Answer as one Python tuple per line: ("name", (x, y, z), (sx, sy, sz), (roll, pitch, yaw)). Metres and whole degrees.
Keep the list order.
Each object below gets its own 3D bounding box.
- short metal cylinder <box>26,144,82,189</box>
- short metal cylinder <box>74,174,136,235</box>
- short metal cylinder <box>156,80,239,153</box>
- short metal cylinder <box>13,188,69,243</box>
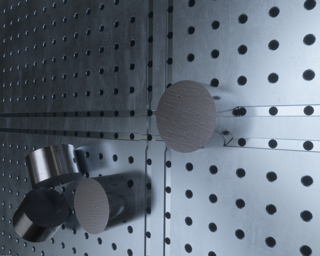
("short metal cylinder", (-0.178, 0.066, 0.521), (0.080, 0.081, 0.050), (-32, 71, 35))
("short metal cylinder", (-0.083, 0.112, 0.462), (0.080, 0.050, 0.079), (0, 90, 40))
("short metal cylinder", (0.042, -0.013, 0.358), (0.080, 0.050, 0.079), (0, 90, 40))
("short metal cylinder", (-0.209, 0.152, 0.547), (0.050, 0.081, 0.080), (-50, 61, 29))
